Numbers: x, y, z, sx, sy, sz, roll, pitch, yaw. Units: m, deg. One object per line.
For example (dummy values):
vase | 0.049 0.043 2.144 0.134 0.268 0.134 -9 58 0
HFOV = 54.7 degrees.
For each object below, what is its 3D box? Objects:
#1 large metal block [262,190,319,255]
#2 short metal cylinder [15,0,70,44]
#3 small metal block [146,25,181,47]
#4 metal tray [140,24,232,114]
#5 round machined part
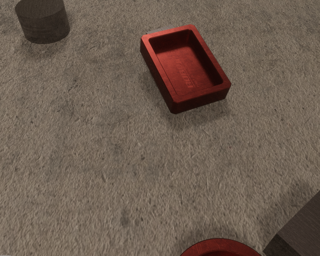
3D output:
large metal block | 0.161 0.115 0.293 0.081 0.050 0.080 -32 57 -24
short metal cylinder | -0.205 -0.193 0.546 0.081 0.050 0.080 0 50 0
small metal block | 0.011 -0.146 0.526 0.050 0.025 0.050 -23 54 -19
metal tray | 0.035 -0.091 0.460 0.091 0.030 0.130 -18 64 -15
round machined part | 0.054 0.151 0.266 0.099 0.042 0.098 0 50 0
